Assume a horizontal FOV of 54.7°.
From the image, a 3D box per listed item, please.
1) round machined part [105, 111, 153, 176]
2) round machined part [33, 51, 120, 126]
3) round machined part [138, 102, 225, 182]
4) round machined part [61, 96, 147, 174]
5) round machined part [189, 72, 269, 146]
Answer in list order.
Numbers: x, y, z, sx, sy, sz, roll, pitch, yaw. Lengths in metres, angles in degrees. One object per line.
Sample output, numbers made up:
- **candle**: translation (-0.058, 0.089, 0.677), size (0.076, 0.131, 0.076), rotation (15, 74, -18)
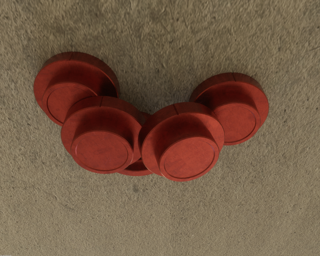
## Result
- **round machined part**: translation (-0.032, 0.016, 0.411), size (0.099, 0.042, 0.097), rotation (-1, 130, 0)
- **round machined part**: translation (-0.098, -0.036, 0.364), size (0.099, 0.042, 0.097), rotation (-1, 130, 0)
- **round machined part**: translation (0.027, 0.022, 0.348), size (0.099, 0.042, 0.097), rotation (-9, 130, -10)
- **round machined part**: translation (-0.063, 0.015, 0.354), size (0.099, 0.042, 0.097), rotation (-1, 130, 0)
- **round machined part**: translation (0.086, -0.016, 0.384), size (0.099, 0.042, 0.097), rotation (-1, 130, 0)
